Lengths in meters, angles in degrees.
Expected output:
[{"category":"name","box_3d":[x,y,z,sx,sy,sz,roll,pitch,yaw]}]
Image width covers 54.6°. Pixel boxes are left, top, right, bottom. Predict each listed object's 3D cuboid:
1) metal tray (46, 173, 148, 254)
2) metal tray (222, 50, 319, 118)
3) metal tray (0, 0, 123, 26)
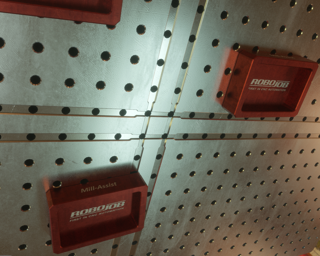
[{"category":"metal tray","box_3d":[-0.085,0.117,0.433,0.131,0.030,0.089,-8,122,-24]},{"category":"metal tray","box_3d":[0.164,-0.062,0.457,0.131,0.030,0.089,-2,119,-28]},{"category":"metal tray","box_3d":[-0.095,-0.143,0.266,0.131,0.030,0.089,-3,120,-27]}]
